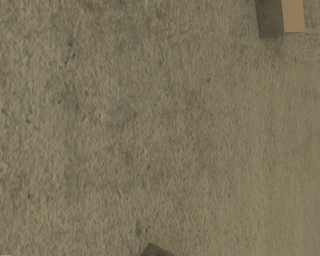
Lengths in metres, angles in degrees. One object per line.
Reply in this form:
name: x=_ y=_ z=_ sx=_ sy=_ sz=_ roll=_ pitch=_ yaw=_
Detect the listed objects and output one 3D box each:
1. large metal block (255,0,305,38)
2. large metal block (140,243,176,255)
large metal block: x=0.226 y=-0.215 z=0.581 sx=0.081 sy=0.050 sz=0.079 roll=-15 pitch=100 yaw=-39
large metal block: x=-0.001 y=0.209 z=0.390 sx=0.080 sy=0.050 sz=0.080 roll=-48 pitch=119 yaw=-29
